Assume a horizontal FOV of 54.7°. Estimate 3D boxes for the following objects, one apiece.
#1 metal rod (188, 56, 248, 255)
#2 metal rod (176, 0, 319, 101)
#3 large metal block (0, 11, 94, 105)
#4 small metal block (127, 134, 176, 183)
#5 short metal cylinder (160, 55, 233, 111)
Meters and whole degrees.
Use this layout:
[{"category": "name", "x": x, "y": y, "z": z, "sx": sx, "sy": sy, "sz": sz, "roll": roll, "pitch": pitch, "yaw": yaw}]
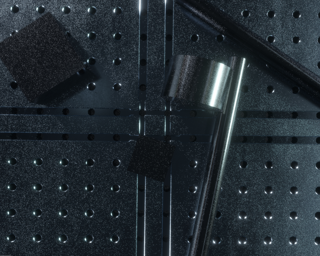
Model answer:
[{"category": "metal rod", "x": 0.075, "y": 0.054, "z": 0.414, "sx": 0.025, "sy": 0.025, "sz": 0.298, "roll": 12, "pitch": 90, "yaw": -1}, {"category": "metal rod", "x": 0.153, "y": -0.094, "z": 0.415, "sx": 0.301, "sy": 0.025, "sz": 0.025, "roll": 34, "pitch": 90, "yaw": -1}, {"category": "large metal block", "x": -0.146, "y": -0.086, "z": 0.399, "sx": 0.080, "sy": 0.050, "sz": 0.080, "roll": -33, "pitch": 90, "yaw": 0}, {"category": "small metal block", "x": -0.011, "y": 0.039, "z": 0.413, "sx": 0.050, "sy": 0.025, "sz": 0.050, "roll": 18, "pitch": 90, "yaw": -1}, {"category": "short metal cylinder", "x": 0.046, "y": -0.054, "z": 0.387, "sx": 0.080, "sy": 0.080, "sz": 0.050, "roll": 14, "pitch": 90, "yaw": -1}]
